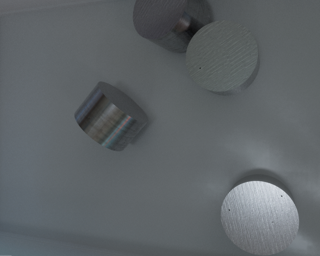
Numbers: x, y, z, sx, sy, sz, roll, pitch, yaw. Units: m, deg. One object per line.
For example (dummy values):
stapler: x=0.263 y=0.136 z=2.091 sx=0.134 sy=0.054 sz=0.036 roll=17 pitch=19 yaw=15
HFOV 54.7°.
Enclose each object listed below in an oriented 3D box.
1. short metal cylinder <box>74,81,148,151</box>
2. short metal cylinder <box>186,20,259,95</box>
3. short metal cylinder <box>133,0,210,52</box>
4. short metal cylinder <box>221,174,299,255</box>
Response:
short metal cylinder: x=-0.062 y=-0.015 z=0.403 sx=0.080 sy=0.080 sz=0.050 roll=45 pitch=104 yaw=14
short metal cylinder: x=0.076 y=-0.081 z=0.370 sx=0.080 sy=0.050 sz=0.080 roll=0 pitch=90 yaw=20
short metal cylinder: x=0.014 y=-0.139 z=0.380 sx=0.080 sy=0.050 sz=0.080 roll=-7 pitch=79 yaw=37
short metal cylinder: x=0.114 y=0.097 z=0.357 sx=0.080 sy=0.050 sz=0.080 roll=0 pitch=90 yaw=20
